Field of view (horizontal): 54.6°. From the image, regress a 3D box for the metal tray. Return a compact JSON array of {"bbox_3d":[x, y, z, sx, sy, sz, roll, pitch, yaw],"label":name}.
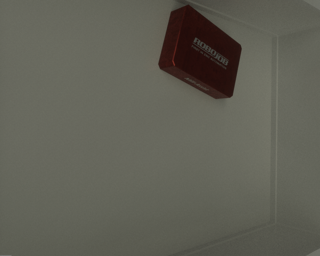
[{"bbox_3d":[0.064,-0.106,0.455,0.131,0.030,0.090,21,77,-38],"label":"metal tray"}]
